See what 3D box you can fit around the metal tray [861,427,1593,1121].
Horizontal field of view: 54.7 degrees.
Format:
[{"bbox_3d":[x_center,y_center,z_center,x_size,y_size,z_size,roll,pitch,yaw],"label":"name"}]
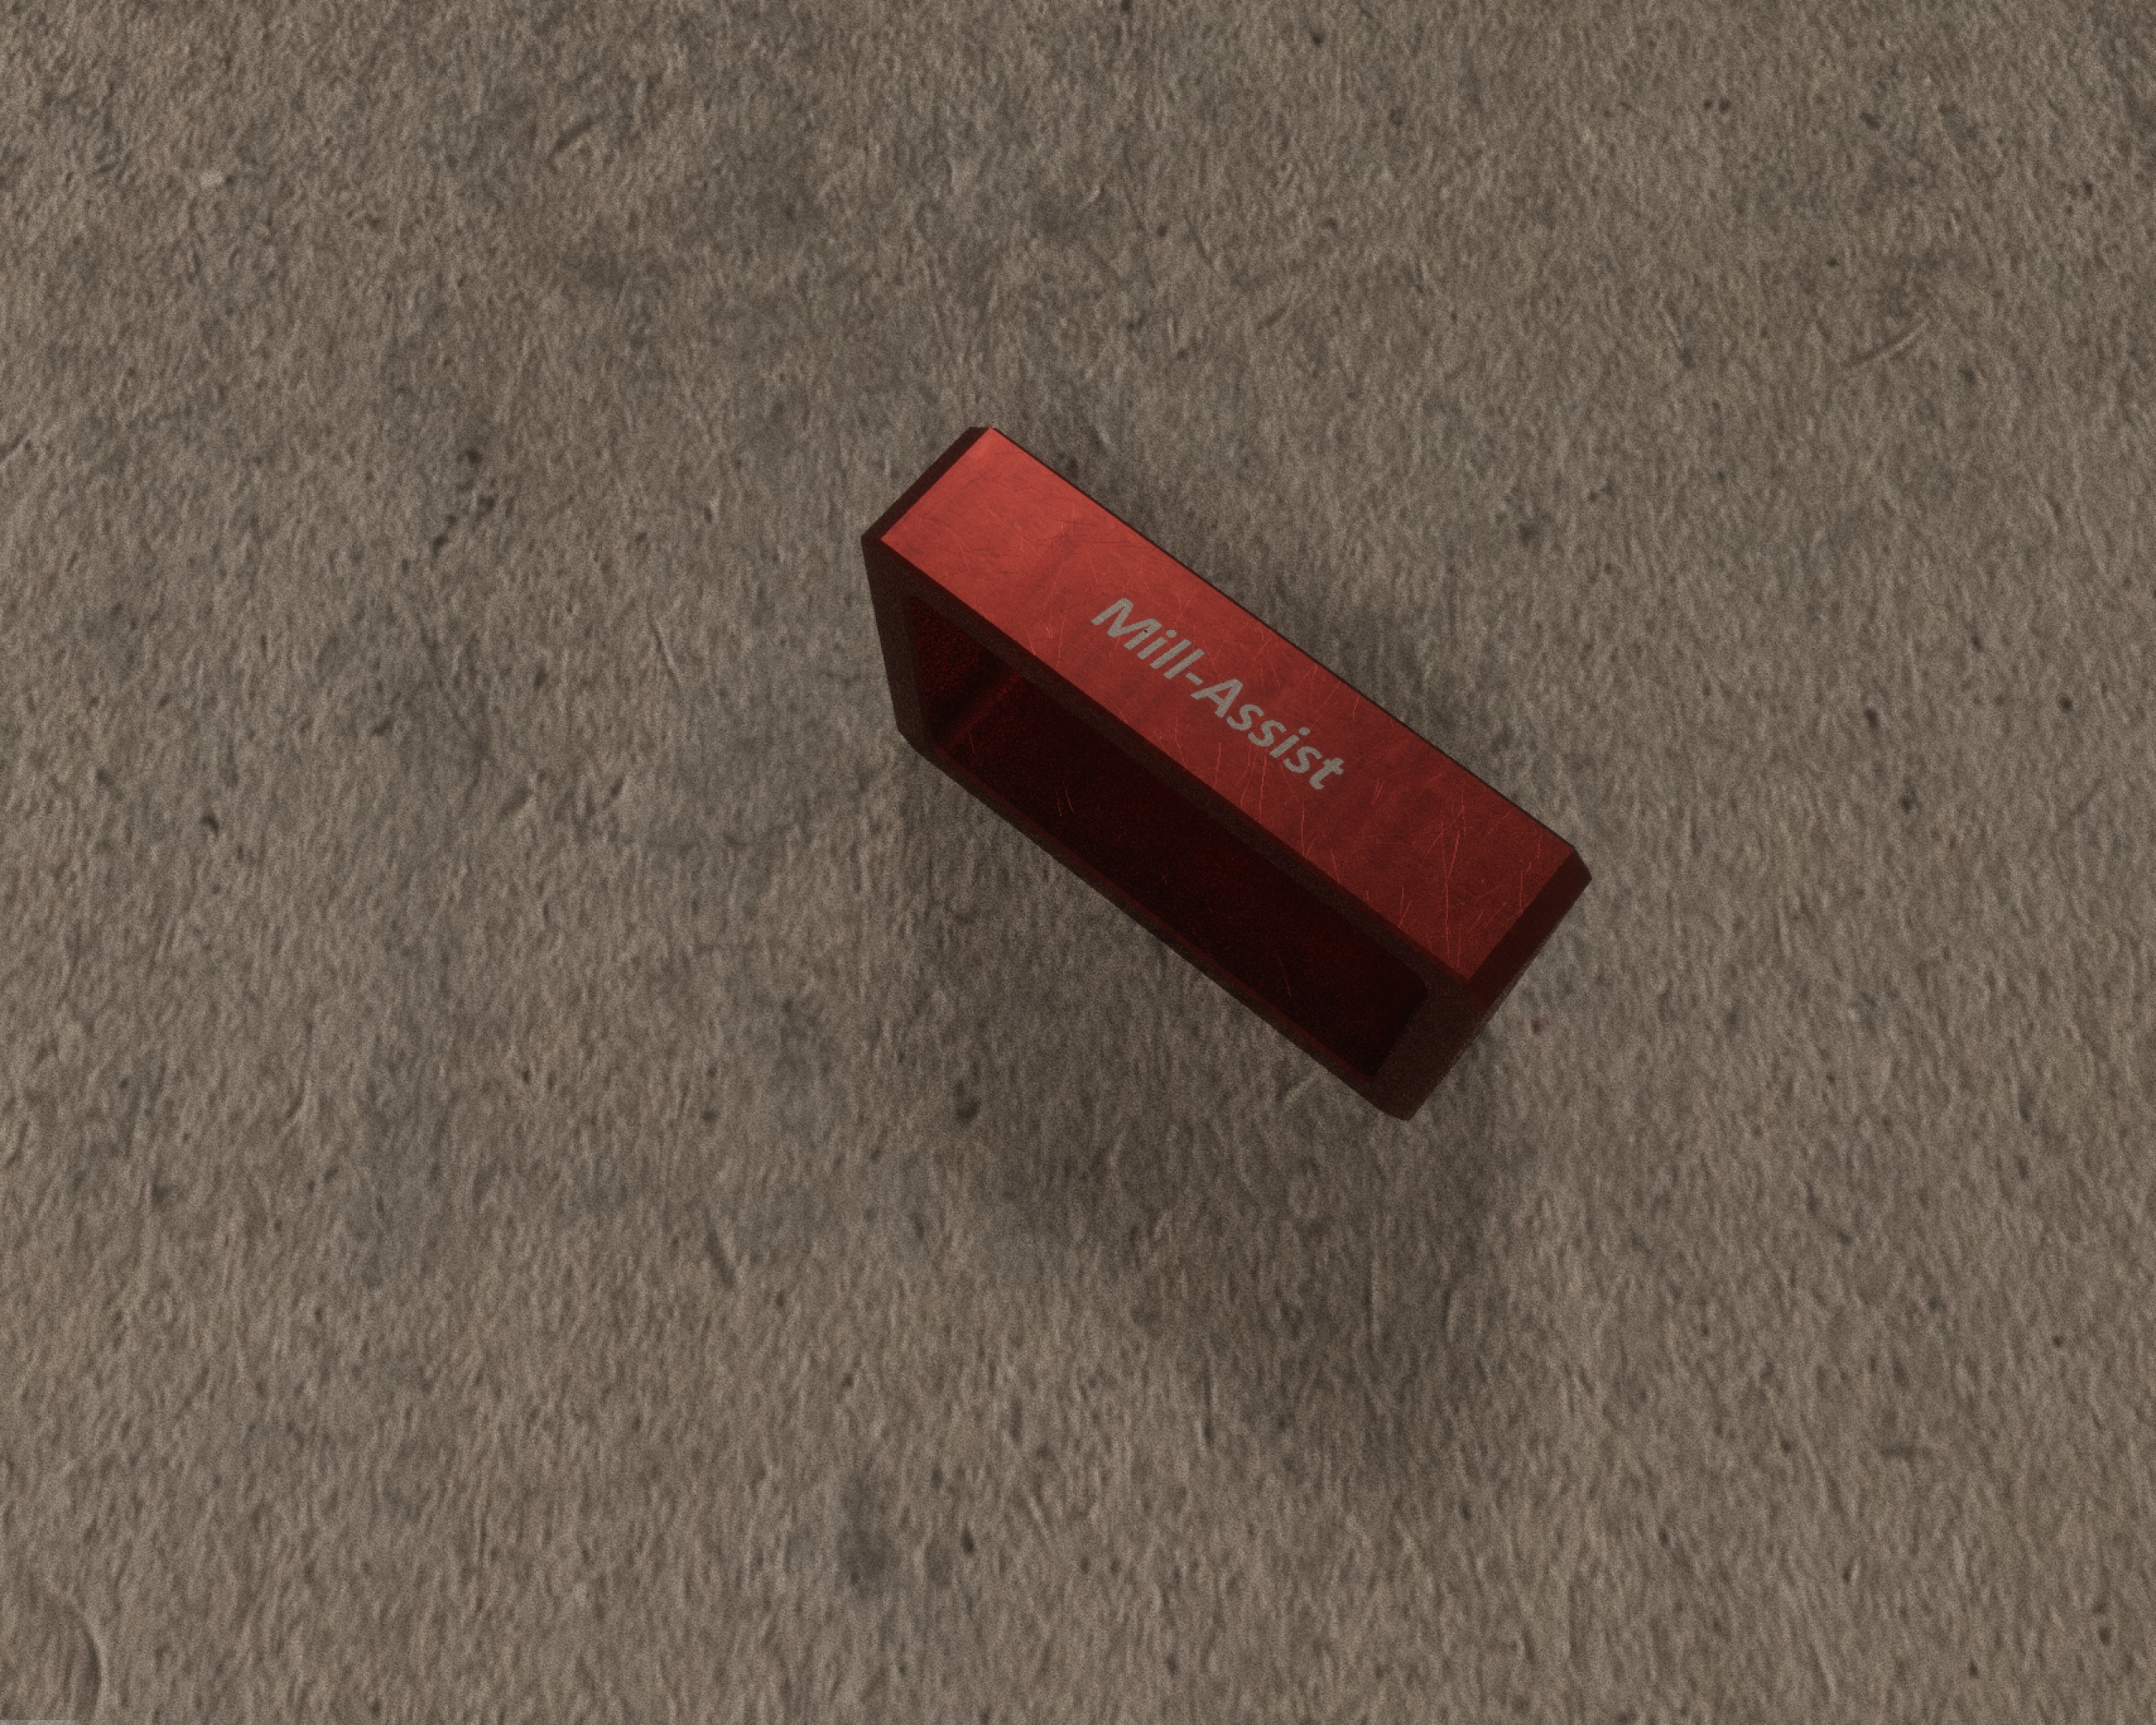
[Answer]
[{"bbox_3d":[0.023,-0.013,0.380,0.130,0.090,0.030,38,74,12],"label":"metal tray"}]
